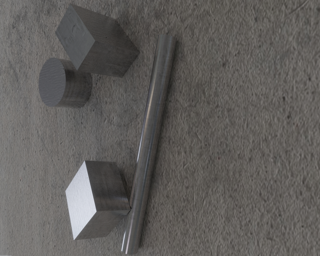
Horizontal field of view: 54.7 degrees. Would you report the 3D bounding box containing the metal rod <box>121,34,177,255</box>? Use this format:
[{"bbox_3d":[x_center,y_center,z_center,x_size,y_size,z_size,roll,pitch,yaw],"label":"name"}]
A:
[{"bbox_3d":[-0.017,0.028,0.418,0.025,0.025,0.298,17,101,38],"label":"metal rod"}]

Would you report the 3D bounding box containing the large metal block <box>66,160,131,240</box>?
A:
[{"bbox_3d":[-0.093,0.104,0.449,0.080,0.050,0.080,-52,46,34],"label":"large metal block"}]

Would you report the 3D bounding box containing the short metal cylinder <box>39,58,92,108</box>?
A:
[{"bbox_3d":[-0.159,-0.074,0.520,0.080,0.050,0.080,0,90,40],"label":"short metal cylinder"}]

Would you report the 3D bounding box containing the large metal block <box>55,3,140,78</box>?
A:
[{"bbox_3d":[-0.089,-0.122,0.443,0.050,0.081,0.080,-49,61,29],"label":"large metal block"}]
